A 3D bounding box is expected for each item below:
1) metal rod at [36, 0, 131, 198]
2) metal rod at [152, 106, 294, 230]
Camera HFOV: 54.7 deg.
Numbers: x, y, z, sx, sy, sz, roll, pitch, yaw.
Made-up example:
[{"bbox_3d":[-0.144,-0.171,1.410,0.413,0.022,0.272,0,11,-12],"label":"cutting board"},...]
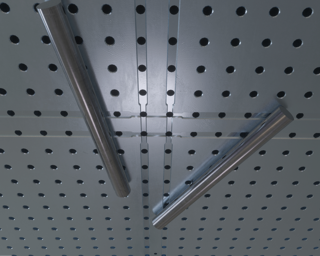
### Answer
[{"bbox_3d":[-0.084,-0.011,0.401,0.025,0.025,0.298,-8,130,6],"label":"metal rod"},{"bbox_3d":[0.079,0.076,0.476,0.025,0.025,0.298,27,125,-21],"label":"metal rod"}]
